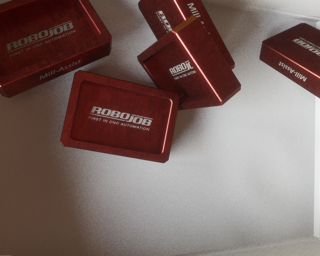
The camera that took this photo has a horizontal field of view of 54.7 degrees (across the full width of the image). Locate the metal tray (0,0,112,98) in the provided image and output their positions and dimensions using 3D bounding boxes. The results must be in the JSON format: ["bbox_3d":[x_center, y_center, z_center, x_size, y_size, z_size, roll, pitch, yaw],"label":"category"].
[{"bbox_3d":[-0.131,-0.101,0.343,0.131,0.030,0.090,-29,79,-18],"label":"metal tray"}]

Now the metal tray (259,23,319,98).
[{"bbox_3d":[0.222,-0.098,0.443,0.091,0.130,0.030,-27,141,-18],"label":"metal tray"}]

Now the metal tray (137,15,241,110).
[{"bbox_3d":[0.027,-0.067,0.364,0.030,0.130,0.090,-40,103,-15],"label":"metal tray"}]

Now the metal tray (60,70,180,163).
[{"bbox_3d":[-0.047,-0.012,0.384,0.131,0.030,0.090,12,86,-15],"label":"metal tray"}]

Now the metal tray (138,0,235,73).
[{"bbox_3d":[0.030,-0.118,0.386,0.030,0.090,0.130,-35,102,-16],"label":"metal tray"}]
